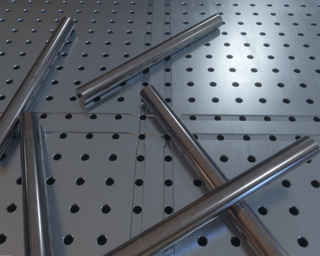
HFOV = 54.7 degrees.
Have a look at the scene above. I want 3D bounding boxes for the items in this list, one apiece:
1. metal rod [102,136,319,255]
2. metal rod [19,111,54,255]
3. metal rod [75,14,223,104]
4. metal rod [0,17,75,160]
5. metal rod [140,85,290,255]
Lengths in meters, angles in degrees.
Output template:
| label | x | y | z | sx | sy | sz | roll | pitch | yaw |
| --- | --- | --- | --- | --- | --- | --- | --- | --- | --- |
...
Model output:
| label | x | y | z | sx | sy | sz | roll | pitch | yaw |
| --- | --- | --- | --- | --- | --- | --- | --- | --- | --- |
| metal rod | 0.035 | 0.087 | 0.309 | 0.302 | 0.025 | 0.025 | -27 | 55 | -12 |
| metal rod | -0.125 | 0.085 | 0.314 | 0.025 | 0.025 | 0.300 | -15 | 45 | -13 |
| metal rod | -0.003 | -0.123 | 0.510 | 0.302 | 0.025 | 0.025 | -35 | 59 | -26 |
| metal rod | -0.188 | -0.078 | 0.470 | 0.025 | 0.025 | 0.300 | 6 | 50 | 4 |
| metal rod | 0.055 | 0.048 | 0.367 | 0.025 | 0.025 | 0.300 | -23 | 54 | -18 |
